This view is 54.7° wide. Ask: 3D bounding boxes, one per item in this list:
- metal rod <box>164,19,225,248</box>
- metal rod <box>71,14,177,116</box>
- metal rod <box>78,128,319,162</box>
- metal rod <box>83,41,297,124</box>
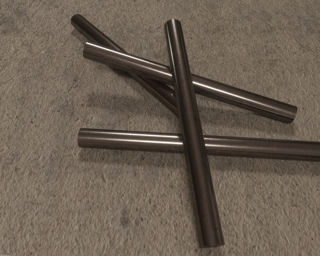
[{"bbox_3d":[0.035,-0.015,0.375,0.025,0.025,0.299,-5,63,-5],"label":"metal rod"},{"bbox_3d":[-0.056,-0.108,0.492,0.025,0.025,0.300,-32,57,-24],"label":"metal rod"},{"bbox_3d":[0.050,0.021,0.386,0.302,0.025,0.025,3,50,2],"label":"metal rod"},{"bbox_3d":[0.038,-0.065,0.432,0.301,0.025,0.025,18,52,4],"label":"metal rod"}]
